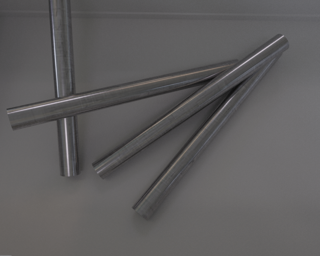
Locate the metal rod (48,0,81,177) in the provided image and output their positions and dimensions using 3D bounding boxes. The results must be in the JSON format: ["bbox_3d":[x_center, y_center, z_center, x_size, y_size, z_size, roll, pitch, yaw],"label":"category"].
[{"bbox_3d":[-0.118,-0.090,0.375,0.025,0.025,0.298,-2,96,-1],"label":"metal rod"}]

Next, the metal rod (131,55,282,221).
[{"bbox_3d":[0.071,-0.005,0.411,0.025,0.025,0.301,38,74,12],"label":"metal rod"}]

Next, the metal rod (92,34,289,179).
[{"bbox_3d":[0.044,-0.031,0.405,0.301,0.025,0.025,-35,74,-6],"label":"metal rod"}]

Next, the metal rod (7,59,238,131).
[{"bbox_3d":[-0.026,-0.048,0.389,0.302,0.025,0.025,-16,70,-21],"label":"metal rod"}]
